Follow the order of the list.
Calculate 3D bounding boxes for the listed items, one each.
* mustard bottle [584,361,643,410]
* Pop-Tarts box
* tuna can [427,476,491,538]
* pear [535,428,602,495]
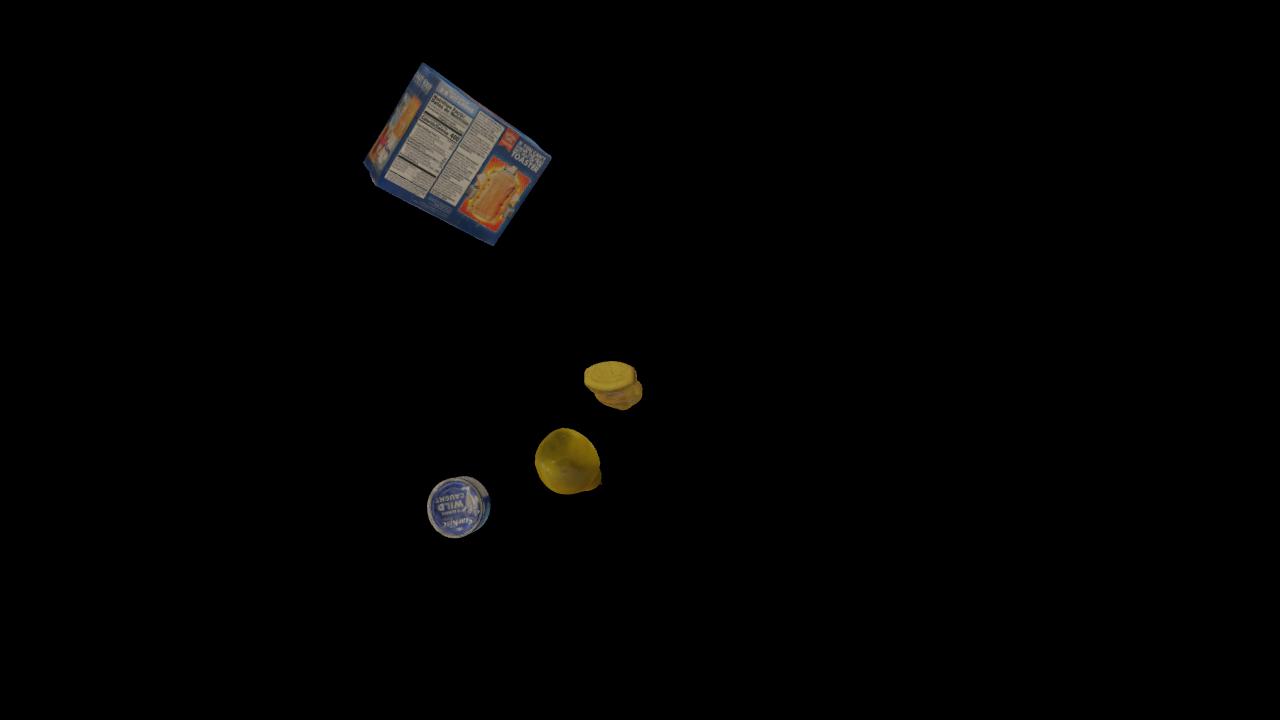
[{"bbox_3d":[-0.042,0.056,1.135,0.092,0.054,0.184,-9,-20,5],"label":"mustard bottle"},{"bbox_3d":[-0.222,-0.246,0.756,0.167,0.141,0.083,24,19,-47],"label":"Pop-Tarts box"},{"bbox_3d":[-0.258,0.209,0.878,0.084,0.084,0.034,0,-5,11],"label":"tuna can"},{"bbox_3d":[-0.076,0.135,0.745,0.080,0.080,0.111,0,-40,43],"label":"pear"}]
